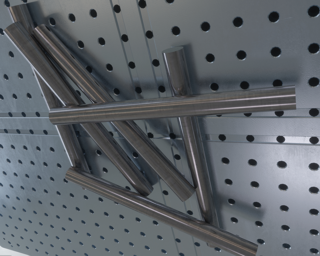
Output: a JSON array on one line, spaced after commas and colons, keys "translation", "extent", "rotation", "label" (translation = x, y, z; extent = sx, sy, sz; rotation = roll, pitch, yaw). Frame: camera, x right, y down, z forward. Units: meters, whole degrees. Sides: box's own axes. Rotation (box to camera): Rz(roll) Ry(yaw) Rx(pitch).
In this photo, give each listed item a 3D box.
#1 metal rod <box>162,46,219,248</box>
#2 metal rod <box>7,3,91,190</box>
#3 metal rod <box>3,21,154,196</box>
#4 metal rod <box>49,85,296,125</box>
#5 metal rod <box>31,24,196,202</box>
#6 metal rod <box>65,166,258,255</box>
[{"translation": [0.048, 0.043, 0.412], "extent": [0.025, 0.025, 0.299], "rotation": [0, 119, 28], "label": "metal rod"}, {"translation": [-0.158, -0.032, 0.475], "extent": [0.025, 0.025, 0.298], "rotation": [1, 119, 28], "label": "metal rod"}, {"translation": [-0.106, -0.015, 0.442], "extent": [0.025, 0.025, 0.300], "rotation": [-24, 111, 36], "label": "metal rod"}, {"translation": [-0.005, -0.023, 0.363], "extent": [0.300, 0.025, 0.025], "rotation": [-3, 117, 23], "label": "metal rod"}, {"translation": [-0.062, -0.020, 0.418], "extent": [0.300, 0.025, 0.025], "rotation": [48, 129, 0], "label": "metal rod"}, {"translation": [-0.009, 0.120, 0.457], "extent": [0.301, 0.025, 0.025], "rotation": [19, 126, 17], "label": "metal rod"}]
